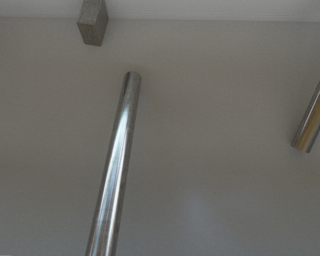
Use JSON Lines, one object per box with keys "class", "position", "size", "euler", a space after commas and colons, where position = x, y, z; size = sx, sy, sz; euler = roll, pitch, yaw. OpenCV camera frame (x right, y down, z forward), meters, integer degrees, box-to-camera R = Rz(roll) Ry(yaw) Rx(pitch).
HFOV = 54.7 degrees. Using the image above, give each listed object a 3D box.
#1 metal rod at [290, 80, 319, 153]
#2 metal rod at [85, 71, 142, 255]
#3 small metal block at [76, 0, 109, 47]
{"class": "metal rod", "position": [0.234, -0.110, 0.381], "size": [0.025, 0.025, 0.298], "euler": [22, 99, 7]}
{"class": "metal rod", "position": [-0.045, 0.034, 0.329], "size": [0.025, 0.025, 0.300], "euler": [3, 44, 1]}
{"class": "small metal block", "position": [-0.097, -0.156, 0.452], "size": [0.025, 0.050, 0.050], "euler": [10, 70, 3]}
